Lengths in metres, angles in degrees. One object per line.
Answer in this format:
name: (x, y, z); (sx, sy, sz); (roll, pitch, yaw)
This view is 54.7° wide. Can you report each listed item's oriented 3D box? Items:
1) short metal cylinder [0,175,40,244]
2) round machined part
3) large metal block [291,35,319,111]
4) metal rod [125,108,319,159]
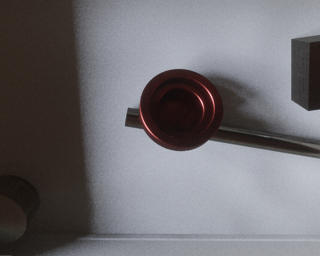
short metal cylinder: (-0.219, 0.114, 0.437); (0.081, 0.050, 0.079); (0, 110, -1)
round machined part: (0.024, -0.019, 0.379); (0.099, 0.042, 0.098); (2, 73, -7)
large metal block: (0.210, -0.071, 0.375); (0.080, 0.050, 0.079); (-8, 110, 2)
metal rod: (0.105, 0.010, 0.416); (0.302, 0.025, 0.025); (10, 110, -4)
